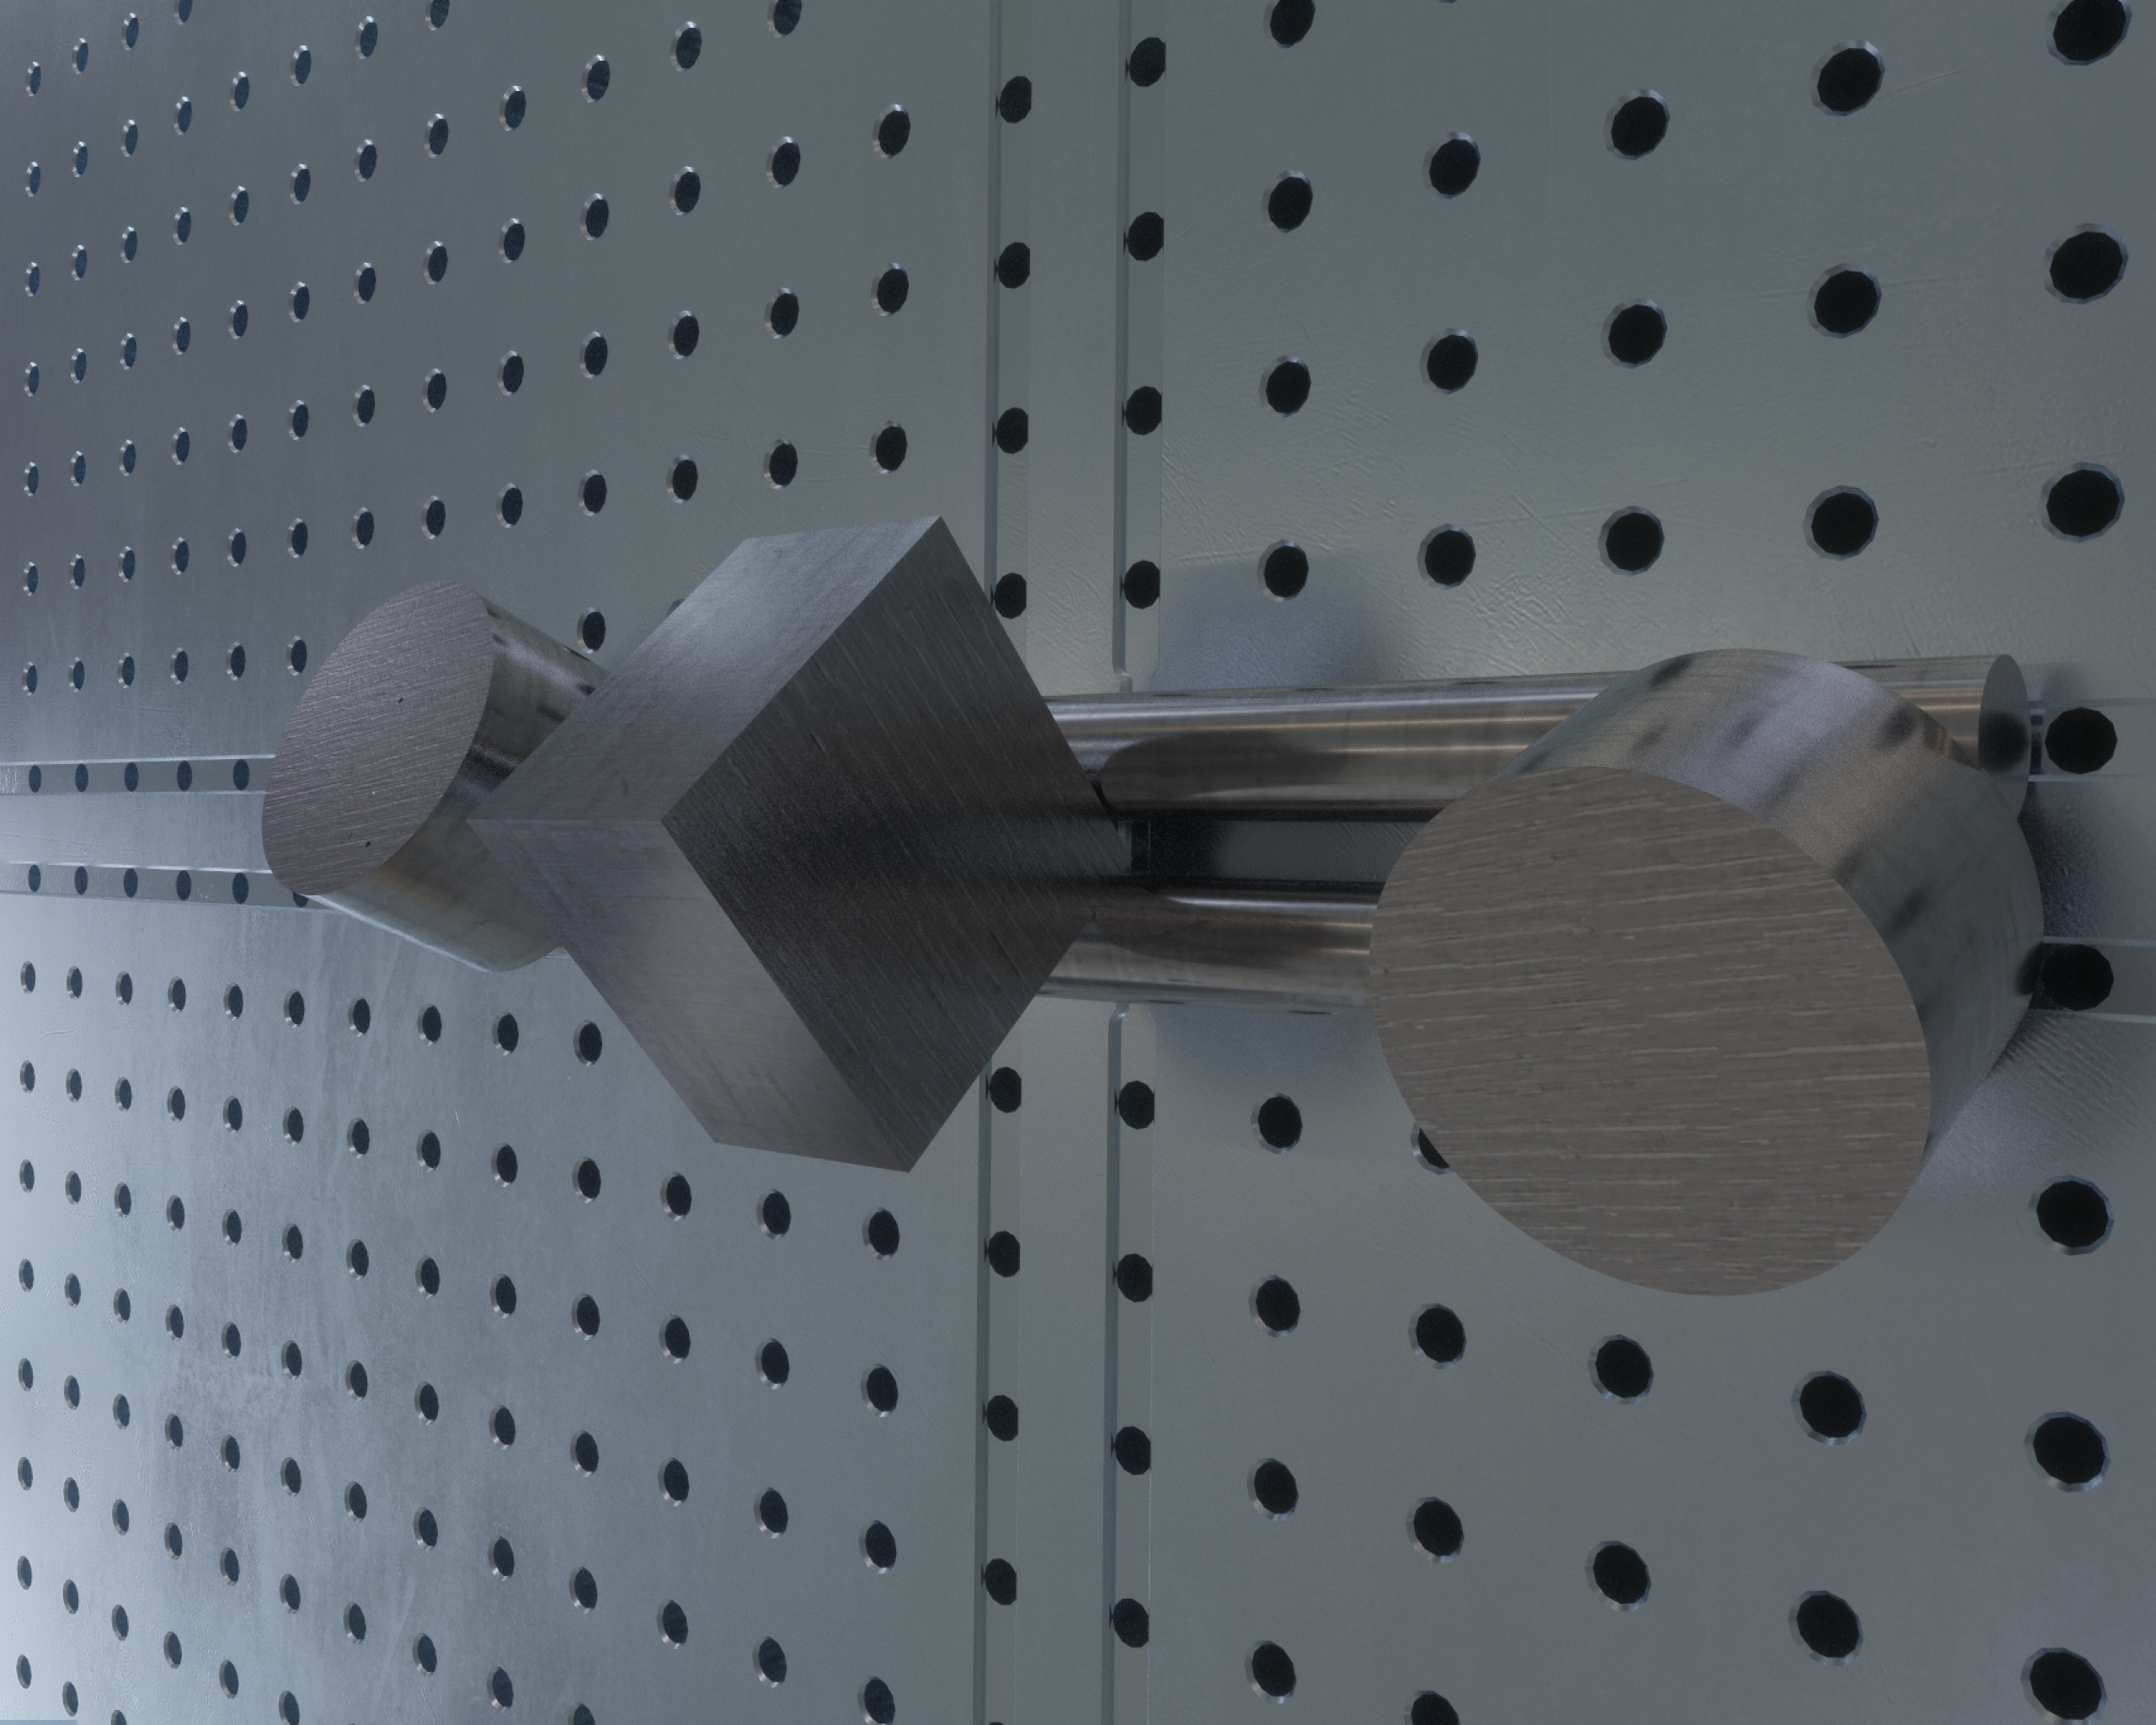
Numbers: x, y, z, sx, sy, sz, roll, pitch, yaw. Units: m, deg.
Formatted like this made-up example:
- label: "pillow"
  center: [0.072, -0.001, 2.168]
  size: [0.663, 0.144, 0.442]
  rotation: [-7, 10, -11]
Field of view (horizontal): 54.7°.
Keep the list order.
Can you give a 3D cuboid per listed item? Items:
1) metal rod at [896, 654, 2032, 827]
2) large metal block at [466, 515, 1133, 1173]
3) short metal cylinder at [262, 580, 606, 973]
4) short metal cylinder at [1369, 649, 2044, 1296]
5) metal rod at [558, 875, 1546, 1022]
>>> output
- label: "metal rod"
  center: [0.017, -0.020, 0.394]
  size: [0.300, 0.025, 0.025]
  rotation: [1, 91, 40]
- label: "large metal block"
  center: [-0.045, -0.004, 0.372]
  size: [0.050, 0.080, 0.080]
  rotation: [1, 133, 40]
- label: "short metal cylinder"
  center: [-0.146, -0.020, 0.495]
  size: [0.080, 0.050, 0.080]
  rotation: [-19, 56, 31]
- label: "short metal cylinder"
  center: [0.090, 0.015, 0.301]
  size: [0.080, 0.050, 0.079]
  rotation: [19, 124, 32]
- label: "metal rod"
  center: [-0.040, 0.014, 0.441]
  size: [0.300, 0.025, 0.025]
  rotation: [1, 91, 40]
